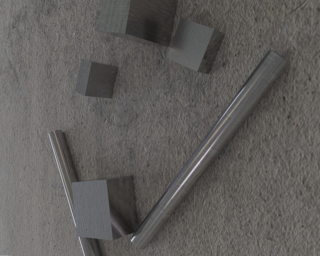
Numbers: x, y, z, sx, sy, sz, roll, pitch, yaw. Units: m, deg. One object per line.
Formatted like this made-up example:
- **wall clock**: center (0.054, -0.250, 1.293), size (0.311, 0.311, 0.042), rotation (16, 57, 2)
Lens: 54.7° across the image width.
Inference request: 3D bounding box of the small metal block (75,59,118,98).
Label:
- **small metal block**: center (-0.095, -0.074, 0.467), size (0.025, 0.050, 0.050), rotation (23, 105, 37)

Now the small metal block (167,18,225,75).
- **small metal block**: center (0.042, -0.098, 0.370), size (0.050, 0.025, 0.050), rotation (33, 110, 35)

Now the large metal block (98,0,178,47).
- **large metal block**: center (-0.025, -0.152, 0.390), size (0.050, 0.081, 0.079), rotation (18, 102, 38)

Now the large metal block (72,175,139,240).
- **large metal block**: center (-0.081, 0.115, 0.456), size (0.080, 0.050, 0.080), rotation (-12, 83, 39)

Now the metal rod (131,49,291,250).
- **metal rod**: center (0.045, 0.043, 0.367), size (0.025, 0.025, 0.298), rotation (47, 118, 29)

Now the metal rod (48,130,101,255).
- **metal rod**: center (-0.134, 0.140, 0.515), size (0.025, 0.025, 0.299), rotation (-35, 68, 34)
